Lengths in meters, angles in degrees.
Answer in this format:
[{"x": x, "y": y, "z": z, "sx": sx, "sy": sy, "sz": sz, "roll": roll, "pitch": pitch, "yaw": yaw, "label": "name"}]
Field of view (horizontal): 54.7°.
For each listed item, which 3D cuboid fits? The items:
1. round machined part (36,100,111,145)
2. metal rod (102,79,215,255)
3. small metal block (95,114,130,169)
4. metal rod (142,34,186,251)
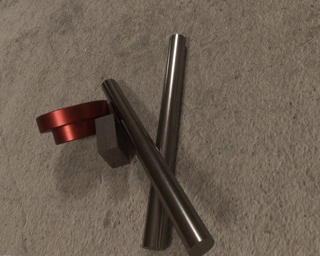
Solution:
[{"x": -0.116, "y": -0.005, "z": 0.432, "sx": 0.098, "sy": 0.098, "sz": 0.042, "roll": -15, "pitch": 92, "yaw": 19, "label": "round machined part"}, {"x": -0.022, "y": 0.018, "z": 0.374, "sx": 0.025, "sy": 0.025, "sz": 0.300, "roll": -37, "pitch": 43, "yaw": 3, "label": "metal rod"}, {"x": -0.061, "y": 0.018, "z": 0.404, "sx": 0.025, "sy": 0.050, "sz": 0.050, "roll": -16, "pitch": 57, "yaw": 5, "label": "small metal block"}, {"x": 0.010, "y": -0.003, "z": 0.398, "sx": 0.025, "sy": 0.025, "sz": 0.299, "roll": -7, "pitch": 59, "yaw": 24, "label": "metal rod"}]
